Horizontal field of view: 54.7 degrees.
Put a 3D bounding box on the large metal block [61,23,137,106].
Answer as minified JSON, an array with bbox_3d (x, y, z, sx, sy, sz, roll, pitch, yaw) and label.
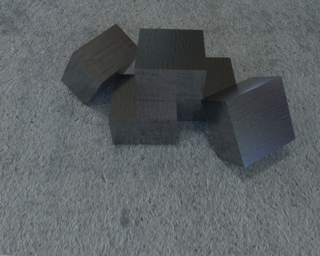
[{"bbox_3d":[-0.083,-0.086,0.431,0.050,0.080,0.080,47,58,-6],"label":"large metal block"}]

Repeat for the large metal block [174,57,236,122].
[{"bbox_3d":[0.060,-0.055,0.436,0.081,0.050,0.080,0,50,0],"label":"large metal block"}]

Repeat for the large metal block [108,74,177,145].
[{"bbox_3d":[-0.020,-0.025,0.407,0.081,0.050,0.080,0,50,0],"label":"large metal block"}]

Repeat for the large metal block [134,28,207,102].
[{"bbox_3d":[0.013,-0.080,0.388,0.081,0.050,0.080,2,50,1],"label":"large metal block"}]

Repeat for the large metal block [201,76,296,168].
[{"bbox_3d":[0.106,-0.010,0.370,0.081,0.080,0.050,-25,17,-20],"label":"large metal block"}]
